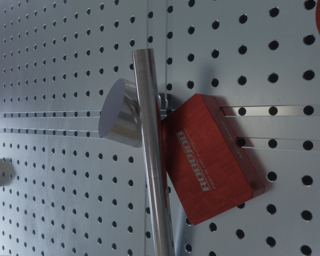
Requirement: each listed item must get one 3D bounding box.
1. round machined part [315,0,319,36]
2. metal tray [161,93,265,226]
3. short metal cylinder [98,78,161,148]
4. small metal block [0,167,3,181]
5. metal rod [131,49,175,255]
[{"bbox_3d":[0.183,-0.096,0.247,0.098,0.042,0.097,0,90,40],"label":"round machined part"},{"bbox_3d":[0.050,0.036,0.365,0.090,0.030,0.130,-38,67,33],"label":"metal tray"},{"bbox_3d":[-0.041,-0.019,0.406,0.080,0.050,0.080,-42,38,44],"label":"short metal cylinder"},{"bbox_3d":[-0.405,0.110,0.744,0.050,0.025,0.050,-50,61,28],"label":"small metal block"},{"bbox_3d":[-0.004,0.058,0.374,0.025,0.025,0.298,3,103,40],"label":"metal rod"}]
